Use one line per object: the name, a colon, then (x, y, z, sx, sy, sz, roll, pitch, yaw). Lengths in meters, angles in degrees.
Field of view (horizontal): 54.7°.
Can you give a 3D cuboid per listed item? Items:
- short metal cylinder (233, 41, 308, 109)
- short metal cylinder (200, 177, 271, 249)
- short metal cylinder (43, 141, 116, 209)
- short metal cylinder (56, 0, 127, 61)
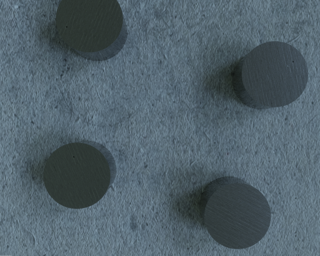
short metal cylinder: (0.139, -0.065, 0.398, 0.081, 0.050, 0.080, 0, 90, 0)
short metal cylinder: (0.094, 0.106, 0.398, 0.081, 0.050, 0.080, 0, 90, 0)
short metal cylinder: (-0.100, 0.057, 0.397, 0.081, 0.050, 0.080, 0, 90, 0)
short metal cylinder: (-0.085, -0.131, 0.397, 0.081, 0.050, 0.080, 0, 90, 0)
